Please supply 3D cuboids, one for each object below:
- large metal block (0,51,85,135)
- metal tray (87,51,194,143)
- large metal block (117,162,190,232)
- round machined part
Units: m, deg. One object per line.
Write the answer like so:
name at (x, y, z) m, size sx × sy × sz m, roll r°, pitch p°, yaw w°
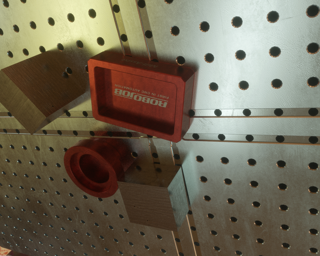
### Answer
large metal block at (-0.169, -0.050, 0.434) m, size 0.080 × 0.080 × 0.050 m, roll 48°, pitch 129°, yaw -6°
metal tray at (-0.026, -0.040, 0.396) m, size 0.130 × 0.030 × 0.089 m, roll 15°, pitch 125°, yaw 19°
large metal block at (-0.008, 0.100, 0.461) m, size 0.080 × 0.050 × 0.080 m, roll 2°, pitch 120°, yaw 27°
round machined part at (-0.098, 0.059, 0.489) m, size 0.098 × 0.042 × 0.097 m, roll 13°, pitch 124°, yaw 21°
